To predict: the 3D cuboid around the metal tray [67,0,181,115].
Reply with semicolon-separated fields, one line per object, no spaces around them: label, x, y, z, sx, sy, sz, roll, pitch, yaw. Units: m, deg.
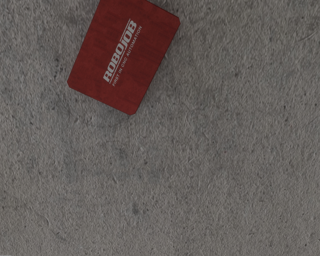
metal tray;-0.044;-0.091;0.373;0.090;0.030;0.129;25;108;-9
